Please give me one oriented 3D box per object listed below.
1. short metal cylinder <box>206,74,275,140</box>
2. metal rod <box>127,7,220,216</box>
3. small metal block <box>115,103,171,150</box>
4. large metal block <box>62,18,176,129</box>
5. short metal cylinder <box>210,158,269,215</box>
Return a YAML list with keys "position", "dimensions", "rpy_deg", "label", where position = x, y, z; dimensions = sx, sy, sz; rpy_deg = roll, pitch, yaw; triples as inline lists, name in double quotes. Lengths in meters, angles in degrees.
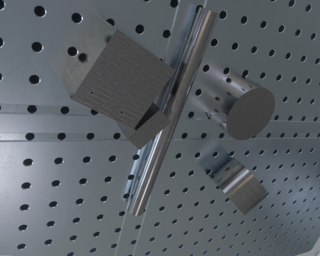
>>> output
- position: [0.114, -0.029, 0.439]
  dimensions: [0.081, 0.050, 0.079]
  rpy_deg: [-14, 124, -21]
  label: "short metal cylinder"
- position: [0.010, -0.006, 0.413]
  dimensions: [0.025, 0.025, 0.298]
  rpy_deg: [6, 115, -31]
  label: "metal rod"
- position: [-0.022, -0.009, 0.377]
  dimensions: [0.050, 0.050, 0.025]
  rpy_deg: [-42, 130, 0]
  label: "small metal block"
- position: [-0.045, -0.057, 0.335]
  dimensions: [0.080, 0.050, 0.080]
  rpy_deg: [28, 103, -38]
  label: "large metal block"
- position: [0.129, 0.095, 0.505]
  dimensions: [0.050, 0.080, 0.080]
  rpy_deg: [-42, 130, 0]
  label: "short metal cylinder"
